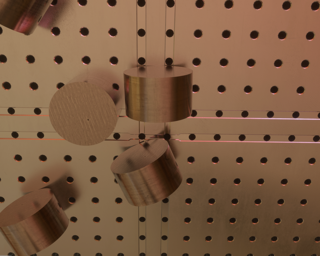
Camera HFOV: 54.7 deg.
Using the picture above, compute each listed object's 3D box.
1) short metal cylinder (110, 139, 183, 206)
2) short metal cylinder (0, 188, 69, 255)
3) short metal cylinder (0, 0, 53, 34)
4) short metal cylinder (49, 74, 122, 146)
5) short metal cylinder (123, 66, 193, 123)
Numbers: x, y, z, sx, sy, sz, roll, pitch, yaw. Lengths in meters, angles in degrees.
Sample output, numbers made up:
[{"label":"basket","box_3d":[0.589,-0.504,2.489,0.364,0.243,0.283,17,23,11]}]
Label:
[{"label":"short metal cylinder","box_3d":[-0.017,0.056,0.405,0.080,0.080,0.050,-21,109,7]},{"label":"short metal cylinder","box_3d":[-0.175,0.128,0.429,0.080,0.080,0.050,-19,109,6]},{"label":"short metal cylinder","box_3d":[-0.160,-0.145,0.328,0.080,0.080,0.050,36,106,-13]},{"label":"short metal cylinder","box_3d":[-0.091,-0.024,0.390,0.081,0.050,0.079,0,110,-1]},{"label":"short metal cylinder","box_3d":[-0.002,-0.043,0.368,0.081,0.080,0.050,-1,110,0]}]
